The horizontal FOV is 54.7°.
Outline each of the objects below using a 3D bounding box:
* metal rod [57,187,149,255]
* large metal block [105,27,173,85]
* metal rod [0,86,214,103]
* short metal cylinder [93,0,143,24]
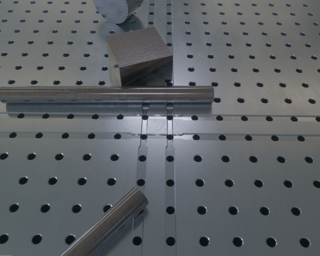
[{"bbox_3d":[-0.124,0.160,0.272,0.025,0.025,0.302,35,58,26],"label":"metal rod"},{"bbox_3d":[-0.033,-0.107,0.481,0.081,0.050,0.080,-16,52,-13],"label":"large metal block"},{"bbox_3d":[-0.075,-0.048,0.447,0.302,0.025,0.025,0,50,-1],"label":"metal rod"},{"bbox_3d":[-0.078,-0.243,0.576,0.080,0.080,0.050,24,54,19],"label":"short metal cylinder"}]
